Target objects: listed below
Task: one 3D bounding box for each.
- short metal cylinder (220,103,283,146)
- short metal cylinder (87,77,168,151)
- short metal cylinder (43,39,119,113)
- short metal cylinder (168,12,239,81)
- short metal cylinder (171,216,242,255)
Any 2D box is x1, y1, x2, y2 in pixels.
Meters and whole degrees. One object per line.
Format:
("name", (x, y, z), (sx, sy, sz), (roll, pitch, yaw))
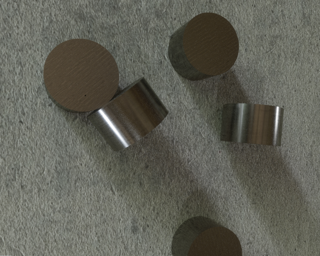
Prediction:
("short metal cylinder", (0.125, -0.004, 0.426), (0.081, 0.080, 0.050), (6, 88, -20))
("short metal cylinder", (-0.037, -0.017, 0.366), (0.080, 0.080, 0.050), (-39, 103, -16))
("short metal cylinder", (-0.093, -0.058, 0.361), (0.081, 0.050, 0.080), (0, 90, -20))
("short metal cylinder", (0.057, -0.107, 0.416), (0.081, 0.050, 0.080), (0, 90, -20))
("short metal cylinder", (0.062, 0.166, 0.419), (0.081, 0.050, 0.080), (0, 90, -20))
